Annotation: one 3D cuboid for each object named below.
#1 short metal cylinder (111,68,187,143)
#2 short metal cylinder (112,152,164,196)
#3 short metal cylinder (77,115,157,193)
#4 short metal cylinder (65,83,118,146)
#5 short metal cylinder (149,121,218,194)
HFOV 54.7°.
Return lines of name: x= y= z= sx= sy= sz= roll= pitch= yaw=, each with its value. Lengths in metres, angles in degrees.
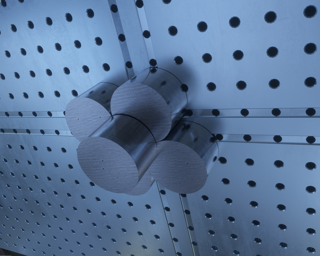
short metal cylinder: x=-0.013 y=-0.028 z=0.382 sx=0.080 sy=0.050 sz=0.079 roll=13 pitch=124 yaw=20
short metal cylinder: x=-0.038 y=0.049 z=0.443 sx=0.080 sy=0.050 sz=0.079 roll=13 pitch=124 yaw=20
short metal cylinder: x=-0.051 y=0.031 z=0.372 sx=0.080 sy=0.050 sz=0.079 roll=13 pitch=125 yaw=19
short metal cylinder: x=-0.081 y=-0.016 z=0.425 sx=0.080 sy=0.050 sz=0.079 roll=13 pitch=124 yaw=20
short metal cylinder: x=0.030 y=0.038 z=0.401 sx=0.080 sy=0.050 sz=0.079 roll=13 pitch=124 yaw=20
